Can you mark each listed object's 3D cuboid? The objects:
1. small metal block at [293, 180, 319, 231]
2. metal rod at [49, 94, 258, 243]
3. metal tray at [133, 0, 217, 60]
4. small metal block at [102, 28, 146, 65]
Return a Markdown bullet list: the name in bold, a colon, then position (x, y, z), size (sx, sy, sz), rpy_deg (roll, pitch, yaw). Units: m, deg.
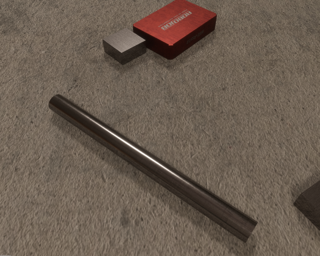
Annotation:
- **small metal block**: position (0.185, 0.084, 0.335), size (0.050, 0.025, 0.050), rpy_deg (-26, 55, -21)
- **metal rod**: position (-0.026, 0.035, 0.373), size (0.300, 0.025, 0.025), rpy_deg (31, 56, 23)
- **metal tray**: position (0.027, -0.180, 0.552), size (0.090, 0.030, 0.131), rpy_deg (35, 58, 25)
- **small metal block**: position (-0.059, -0.137, 0.518), size (0.050, 0.025, 0.050), rpy_deg (-35, 59, -26)
